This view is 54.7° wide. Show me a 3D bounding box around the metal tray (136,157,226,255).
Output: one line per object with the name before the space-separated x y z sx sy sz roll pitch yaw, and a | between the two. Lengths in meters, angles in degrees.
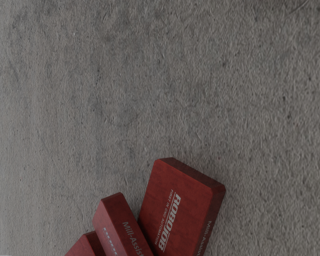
metal tray | 0.019 0.113 0.386 0.090 0.030 0.129 26 106 37

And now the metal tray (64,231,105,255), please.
metal tray | -0.121 0.239 0.502 0.129 0.030 0.090 -50 61 28

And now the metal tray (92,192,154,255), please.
metal tray | -0.047 0.164 0.420 0.130 0.030 0.089 58 146 23
